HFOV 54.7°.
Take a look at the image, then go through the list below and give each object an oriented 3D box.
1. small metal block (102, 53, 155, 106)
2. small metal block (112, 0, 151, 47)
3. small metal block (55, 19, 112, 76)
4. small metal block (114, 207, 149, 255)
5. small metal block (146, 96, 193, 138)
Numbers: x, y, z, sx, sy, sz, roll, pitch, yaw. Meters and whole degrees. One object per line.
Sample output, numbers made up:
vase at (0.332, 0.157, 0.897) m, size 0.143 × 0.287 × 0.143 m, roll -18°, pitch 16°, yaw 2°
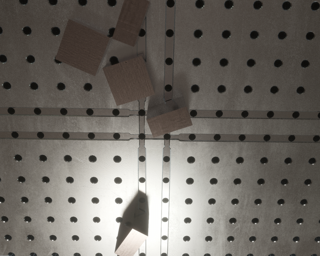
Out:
small metal block at (-0.038, -0.061, 0.390) m, size 0.050 × 0.025 × 0.050 m, roll -17°, pitch 110°, yaw 5°
small metal block at (-0.032, -0.124, 0.354) m, size 0.025 × 0.050 × 0.050 m, roll 20°, pitch 109°, yaw -7°
small metal block at (-0.091, -0.098, 0.376) m, size 0.050 × 0.025 × 0.050 m, roll 23°, pitch 108°, yaw -9°
small metal block at (-0.041, 0.155, 0.457) m, size 0.025 × 0.050 × 0.050 m, roll 31°, pitch 107°, yaw -11°
small metal block at (0.011, -0.015, 0.395) m, size 0.050 × 0.050 × 0.025 m, roll -18°, pitch 109°, yaw 6°
